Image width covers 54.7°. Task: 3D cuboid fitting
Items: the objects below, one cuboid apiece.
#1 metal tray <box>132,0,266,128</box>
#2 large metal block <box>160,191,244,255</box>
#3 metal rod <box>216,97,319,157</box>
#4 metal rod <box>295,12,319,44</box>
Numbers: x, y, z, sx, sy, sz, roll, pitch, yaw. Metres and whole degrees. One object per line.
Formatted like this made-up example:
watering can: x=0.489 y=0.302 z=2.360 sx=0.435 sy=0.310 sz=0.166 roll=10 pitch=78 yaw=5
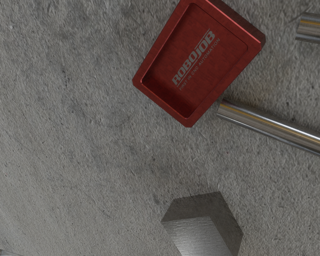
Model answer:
metal tray: x=0.037 y=-0.072 z=0.338 sx=0.090 sy=0.030 sz=0.129 roll=39 pitch=129 yaw=1
large metal block: x=0.062 y=0.144 z=0.446 sx=0.080 sy=0.050 sz=0.080 roll=-19 pitch=109 yaw=35
metal rod: x=0.204 y=0.032 z=0.319 sx=0.301 sy=0.025 sz=0.025 roll=23 pitch=127 yaw=14
metal rod: x=0.264 y=-0.052 z=0.236 sx=0.301 sy=0.025 sz=0.025 roll=17 pitch=125 yaw=18
